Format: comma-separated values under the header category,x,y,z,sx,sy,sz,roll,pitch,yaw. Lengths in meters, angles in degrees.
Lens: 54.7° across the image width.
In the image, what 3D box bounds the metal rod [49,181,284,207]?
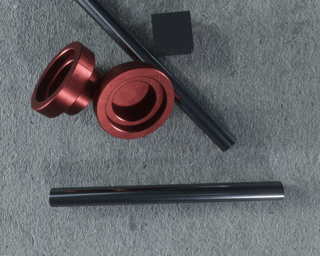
category,x,y,z,sx,sy,sz,roll,pitch,yaw
metal rod,0.009,0.087,0.410,0.302,0.025,0.025,-2,90,0

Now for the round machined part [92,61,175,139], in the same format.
category,x,y,z,sx,sy,sz,roll,pitch,yaw
round machined part,-0.035,-0.037,0.385,0.099,0.042,0.097,-14,128,-18

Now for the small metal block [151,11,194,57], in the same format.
category,x,y,z,sx,sy,sz,roll,pitch,yaw
small metal block,0.016,-0.124,0.410,0.050,0.025,0.050,-6,90,0

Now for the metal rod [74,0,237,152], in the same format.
category,x,y,z,sx,sy,sz,roll,pitch,yaw
metal rod,-0.012,-0.084,0.409,0.025,0.025,0.300,-44,90,0

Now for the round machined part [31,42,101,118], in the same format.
category,x,y,z,sx,sy,sz,roll,pitch,yaw
round machined part,-0.111,-0.054,0.382,0.042,0.098,0.098,35,90,-37
